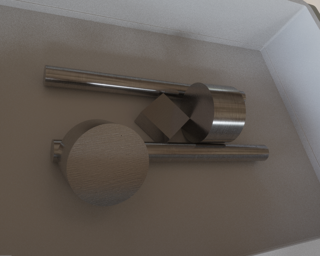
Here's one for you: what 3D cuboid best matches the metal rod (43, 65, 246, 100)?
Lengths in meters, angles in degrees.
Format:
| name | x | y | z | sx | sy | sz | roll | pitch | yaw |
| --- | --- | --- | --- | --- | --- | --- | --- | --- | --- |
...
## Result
| name | x | y | z | sx | sy | sz | roll | pitch | yaw |
| --- | --- | --- | --- | --- | --- | --- | --- | --- | --- |
| metal rod | -0.003 | -0.055 | 0.437 | 0.303 | 0.025 | 0.025 | 3 | 61 | -27 |

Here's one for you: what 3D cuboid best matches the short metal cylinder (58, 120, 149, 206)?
| name | x | y | z | sx | sy | sz | roll | pitch | yaw |
| --- | --- | --- | --- | --- | --- | --- | --- | --- | --- |
| short metal cylinder | -0.058 | 0.033 | 0.315 | 0.081 | 0.050 | 0.079 | -3 | 97 | -27 |

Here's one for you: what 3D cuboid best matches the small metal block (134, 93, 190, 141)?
| name | x | y | z | sx | sy | sz | roll | pitch | yaw |
| --- | --- | --- | --- | --- | --- | --- | --- | --- | --- |
| small metal block | 0.003 | -0.011 | 0.413 | 0.050 | 0.025 | 0.050 | 44 | 51 | 2 |

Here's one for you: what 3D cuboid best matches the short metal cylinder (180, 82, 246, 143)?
| name | x | y | z | sx | sy | sz | roll | pitch | yaw |
| --- | --- | --- | --- | --- | --- | --- | --- | --- | --- |
| short metal cylinder | 0.069 | -0.019 | 0.420 | 0.050 | 0.080 | 0.080 | 2 | 61 | -28 |

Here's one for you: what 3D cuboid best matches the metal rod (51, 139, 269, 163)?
| name | x | y | z | sx | sy | sz | roll | pitch | yaw |
| --- | --- | --- | --- | --- | --- | --- | --- | --- | --- |
| metal rod | 0.020 | 0.031 | 0.397 | 0.303 | 0.025 | 0.025 | 3 | 61 | -27 |
